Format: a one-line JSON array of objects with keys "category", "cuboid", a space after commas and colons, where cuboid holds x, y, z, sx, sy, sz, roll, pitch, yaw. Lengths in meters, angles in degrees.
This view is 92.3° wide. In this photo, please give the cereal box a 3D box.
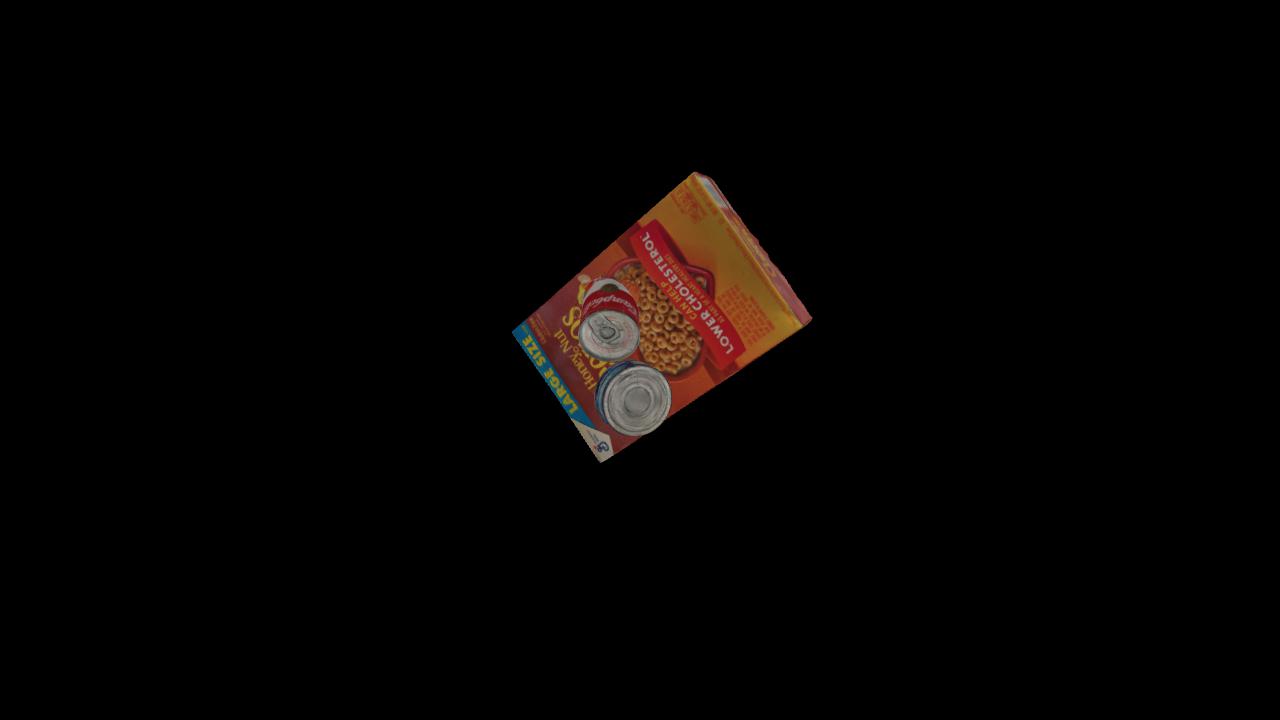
[{"category": "cereal box", "cuboid": [0.015, -0.040, 0.725, 0.306, 0.203, 0.081, -36, -6, 25]}]

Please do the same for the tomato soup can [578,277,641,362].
[{"category": "tomato soup can", "cuboid": [-0.033, -0.054, 0.699, 0.068, 0.068, 0.101, 0, 36, 0]}]

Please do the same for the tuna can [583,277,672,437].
[{"category": "tuna can", "cuboid": [-0.007, 0.043, 0.690, 0.084, 0.084, 0.034, 0, 10, -20]}]
